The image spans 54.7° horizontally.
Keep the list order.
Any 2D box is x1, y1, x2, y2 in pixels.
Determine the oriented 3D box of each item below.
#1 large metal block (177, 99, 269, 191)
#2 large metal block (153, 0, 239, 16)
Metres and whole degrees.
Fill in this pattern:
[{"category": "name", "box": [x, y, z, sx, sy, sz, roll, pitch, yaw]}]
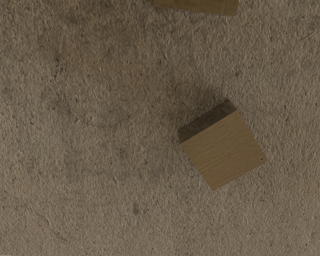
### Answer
[{"category": "large metal block", "box": [0.080, 0.022, 0.405, 0.080, 0.050, 0.080, -32, 107, 11]}, {"category": "large metal block", "box": [0.036, -0.149, 0.326, 0.081, 0.080, 0.050, 6, 110, -3]}]
